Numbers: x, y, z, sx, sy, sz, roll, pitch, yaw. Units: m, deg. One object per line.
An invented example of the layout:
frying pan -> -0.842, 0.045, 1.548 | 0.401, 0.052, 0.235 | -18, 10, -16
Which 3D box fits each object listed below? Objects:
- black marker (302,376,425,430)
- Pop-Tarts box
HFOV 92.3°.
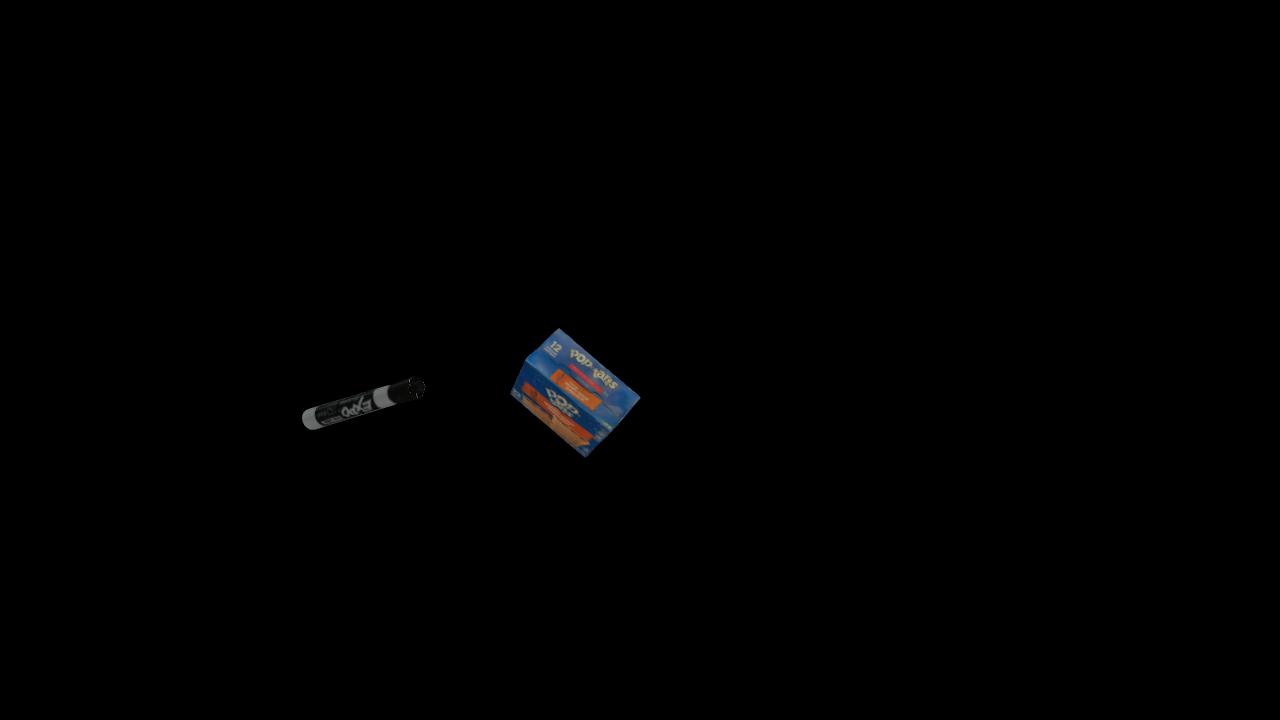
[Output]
black marker -> -0.226, 0.036, 0.504 | 0.121, 0.020, 0.020 | -16, -5, 20
Pop-Tarts box -> -0.107, 0.056, 0.973 | 0.167, 0.083, 0.141 | 40, -33, 0
